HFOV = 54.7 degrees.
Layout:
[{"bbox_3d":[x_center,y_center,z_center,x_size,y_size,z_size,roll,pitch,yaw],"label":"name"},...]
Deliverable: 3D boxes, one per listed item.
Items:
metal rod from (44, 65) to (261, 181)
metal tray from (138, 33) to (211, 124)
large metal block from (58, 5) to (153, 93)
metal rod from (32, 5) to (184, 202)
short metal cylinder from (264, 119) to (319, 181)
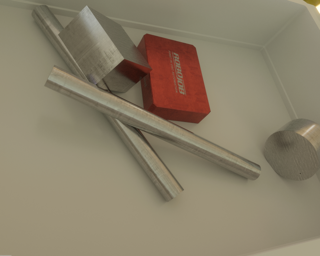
[{"bbox_3d":[0.009,0.004,0.384,0.302,0.025,0.025,25,52,-23],"label":"metal rod"},{"bbox_3d":[0.018,-0.074,0.459,0.091,0.030,0.130,6,59,-25],"label":"metal tray"},{"bbox_3d":[-0.065,-0.094,0.390,0.080,0.050,0.080,56,18,11],"label":"large metal block"},{"bbox_3d":[-0.071,-0.037,0.391,0.025,0.025,0.299,-30,79,-38],"label":"metal rod"},{"bbox_3d":[0.207,0.032,0.465,0.050,0.080,0.080,-27,77,-37],"label":"short metal cylinder"}]
